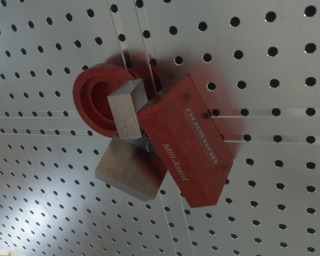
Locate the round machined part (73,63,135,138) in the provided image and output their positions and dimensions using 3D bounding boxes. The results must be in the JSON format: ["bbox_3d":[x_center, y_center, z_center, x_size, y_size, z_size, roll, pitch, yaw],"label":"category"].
[{"bbox_3d":[-0.061,-0.039,0.406,0.098,0.042,0.097,13,124,20],"label":"round machined part"}]

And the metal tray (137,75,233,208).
[{"bbox_3d":[0.035,0.015,0.359,0.030,0.090,0.130,-19,109,35],"label":"metal tray"}]

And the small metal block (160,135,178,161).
[{"bbox_3d":[0.028,0.030,0.407,0.050,0.025,0.050,19,131,30],"label":"small metal block"}]

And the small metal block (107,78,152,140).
[{"bbox_3d":[-0.032,-0.022,0.344,0.025,0.050,0.050,-7,115,15],"label":"small metal block"}]

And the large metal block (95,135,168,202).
[{"bbox_3d":[-0.040,0.059,0.421,0.080,0.050,0.080,27,161,-3],"label":"large metal block"}]
